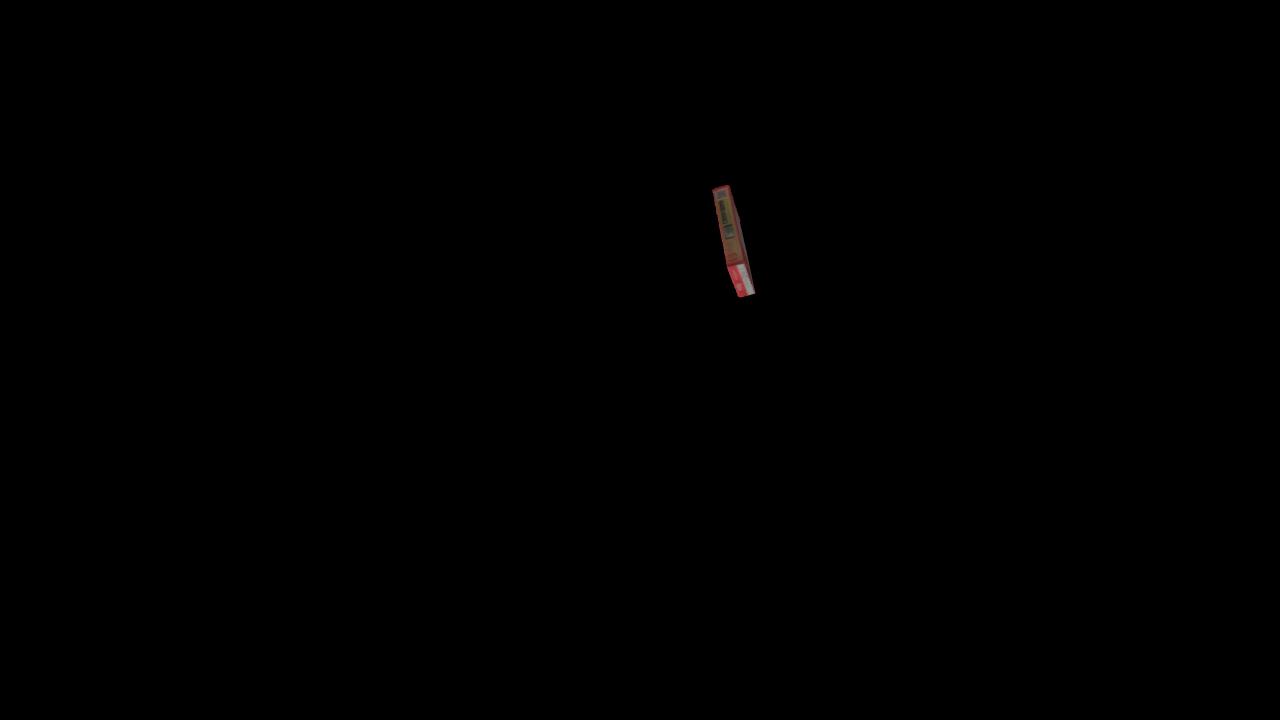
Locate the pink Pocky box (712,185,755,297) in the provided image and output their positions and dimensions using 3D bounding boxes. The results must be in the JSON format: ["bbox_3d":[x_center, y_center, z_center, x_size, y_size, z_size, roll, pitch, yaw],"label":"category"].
[{"bbox_3d":[0.141,-0.180,0.929,0.029,0.155,0.084,-14,-31,15],"label":"pink Pocky box"}]
